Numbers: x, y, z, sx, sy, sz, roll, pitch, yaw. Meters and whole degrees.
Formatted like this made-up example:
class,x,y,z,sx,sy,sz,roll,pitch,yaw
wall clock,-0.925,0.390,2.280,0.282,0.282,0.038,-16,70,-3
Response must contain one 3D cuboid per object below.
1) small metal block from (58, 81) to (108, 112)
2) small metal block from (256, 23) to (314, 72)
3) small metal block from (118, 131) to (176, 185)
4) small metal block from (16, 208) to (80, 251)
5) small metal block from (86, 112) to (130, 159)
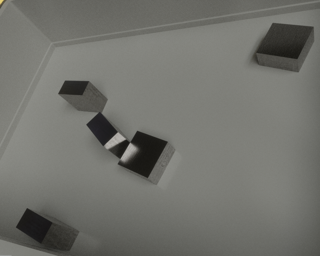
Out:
class,x,y,z,sx,sy,sz,roll,pitch,yaw
small metal block,-0.118,-0.048,0.479,0.050,0.050,0.025,6,65,30
small metal block,0.156,-0.101,0.385,0.050,0.025,0.050,21,72,35
small metal block,-0.017,0.037,0.391,0.050,0.025,0.050,19,71,34
small metal block,-0.138,0.126,0.383,0.050,0.050,0.025,13,69,33
small metal block,-0.064,0.012,0.414,0.025,0.050,0.050,-44,51,-2
